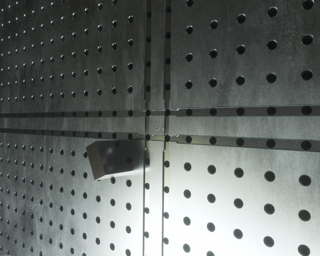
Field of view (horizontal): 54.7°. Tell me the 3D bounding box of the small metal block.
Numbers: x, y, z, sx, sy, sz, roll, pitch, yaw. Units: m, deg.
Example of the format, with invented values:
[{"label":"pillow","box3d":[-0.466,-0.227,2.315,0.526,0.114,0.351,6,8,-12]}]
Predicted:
[{"label":"small metal block","box3d":[-0.074,0.046,0.452,0.025,0.050,0.050,-29,72,36]}]
